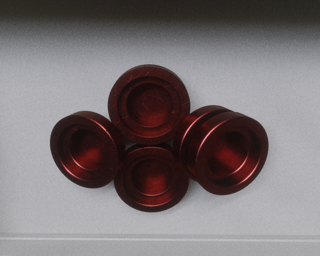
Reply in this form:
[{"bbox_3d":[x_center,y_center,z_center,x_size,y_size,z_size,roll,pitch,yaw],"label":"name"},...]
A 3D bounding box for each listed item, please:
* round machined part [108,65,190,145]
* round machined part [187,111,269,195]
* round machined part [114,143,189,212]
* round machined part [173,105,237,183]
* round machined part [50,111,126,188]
[{"bbox_3d":[-0.013,-0.031,0.388,0.099,0.042,0.097,0,110,0],"label":"round machined part"},{"bbox_3d":[0.076,0.027,0.370,0.099,0.042,0.097,-8,112,-21],"label":"round machined part"},{"bbox_3d":[-0.011,0.062,0.422,0.099,0.042,0.097,0,110,0],"label":"round machined part"},{"bbox_3d":[0.061,0.017,0.396,0.099,0.042,0.097,-8,111,-21],"label":"round machined part"},{"bbox_3d":[-0.087,0.024,0.398,0.098,0.042,0.097,7,111,19],"label":"round machined part"}]
